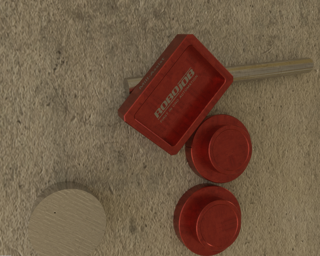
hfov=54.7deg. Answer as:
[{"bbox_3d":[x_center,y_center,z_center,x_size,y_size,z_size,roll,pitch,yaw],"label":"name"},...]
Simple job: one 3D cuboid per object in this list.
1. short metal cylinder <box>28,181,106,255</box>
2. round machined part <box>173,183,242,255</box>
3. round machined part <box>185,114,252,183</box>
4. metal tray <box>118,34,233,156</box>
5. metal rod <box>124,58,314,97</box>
[{"bbox_3d":[-0.107,0.105,0.357,0.081,0.050,0.079,0,90,-21],"label":"short metal cylinder"},{"bbox_3d":[0.072,0.129,0.428,0.099,0.042,0.097,0,90,-21],"label":"round machined part"},{"bbox_3d":[0.088,0.029,0.434,0.099,0.042,0.097,0,90,-21],"label":"round machined part"},{"bbox_3d":[0.021,-0.041,0.392,0.090,0.030,0.130,38,89,-28],"label":"metal tray"},{"bbox_3d":[0.097,-0.076,0.446,0.303,0.025,0.025,-10,94,-20],"label":"metal rod"}]
